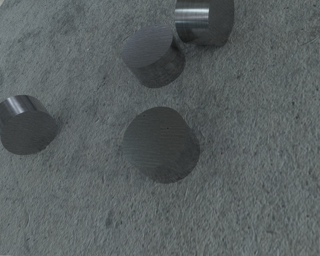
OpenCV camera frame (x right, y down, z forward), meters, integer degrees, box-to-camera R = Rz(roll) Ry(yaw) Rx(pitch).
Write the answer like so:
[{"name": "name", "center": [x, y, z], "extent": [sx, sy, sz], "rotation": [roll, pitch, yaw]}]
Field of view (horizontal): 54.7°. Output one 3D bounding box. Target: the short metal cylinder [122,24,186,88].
[{"name": "short metal cylinder", "center": [-0.008, -0.106, 0.457], "extent": [0.080, 0.050, 0.080], "rotation": [-13, 56, 21]}]

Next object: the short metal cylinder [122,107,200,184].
[{"name": "short metal cylinder", "center": [0.002, 0.021, 0.374], "extent": [0.080, 0.050, 0.080], "rotation": [-13, 56, 21]}]

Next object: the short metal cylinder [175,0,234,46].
[{"name": "short metal cylinder", "center": [0.064, -0.157, 0.431], "extent": [0.050, 0.080, 0.080], "rotation": [13, 69, 33]}]

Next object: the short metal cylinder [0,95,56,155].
[{"name": "short metal cylinder", "center": [-0.211, -0.005, 0.482], "extent": [0.080, 0.080, 0.050], "rotation": [-45, 51, -3]}]
